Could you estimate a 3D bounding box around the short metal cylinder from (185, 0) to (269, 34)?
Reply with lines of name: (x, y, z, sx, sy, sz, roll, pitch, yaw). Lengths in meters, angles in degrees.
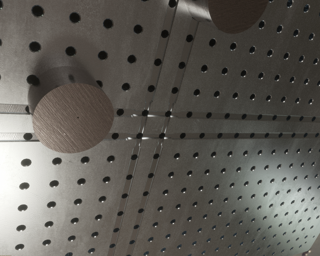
short metal cylinder: (0.074, -0.151, 0.344, 0.081, 0.050, 0.079, -14, 125, -21)

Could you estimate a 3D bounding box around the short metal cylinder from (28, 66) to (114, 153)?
short metal cylinder: (-0.096, -0.020, 0.331, 0.081, 0.050, 0.079, -14, 125, -21)
